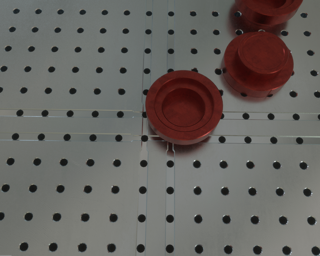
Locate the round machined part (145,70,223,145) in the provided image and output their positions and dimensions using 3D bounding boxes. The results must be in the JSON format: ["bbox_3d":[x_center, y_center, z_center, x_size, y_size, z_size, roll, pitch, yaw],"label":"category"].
[{"bbox_3d":[0.031,-0.024,0.412,0.099,0.042,0.098,0,70,0],"label":"round machined part"}]

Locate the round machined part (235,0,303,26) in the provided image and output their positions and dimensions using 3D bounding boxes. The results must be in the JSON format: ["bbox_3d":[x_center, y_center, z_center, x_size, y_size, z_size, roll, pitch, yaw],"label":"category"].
[{"bbox_3d":[0.163,-0.198,0.476,0.099,0.042,0.098,0,70,0],"label":"round machined part"}]

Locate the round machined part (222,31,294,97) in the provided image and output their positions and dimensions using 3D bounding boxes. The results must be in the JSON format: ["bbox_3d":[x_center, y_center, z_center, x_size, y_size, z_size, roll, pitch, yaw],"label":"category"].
[{"bbox_3d":[0.140,-0.096,0.439,0.099,0.042,0.098,0,70,0],"label":"round machined part"}]
